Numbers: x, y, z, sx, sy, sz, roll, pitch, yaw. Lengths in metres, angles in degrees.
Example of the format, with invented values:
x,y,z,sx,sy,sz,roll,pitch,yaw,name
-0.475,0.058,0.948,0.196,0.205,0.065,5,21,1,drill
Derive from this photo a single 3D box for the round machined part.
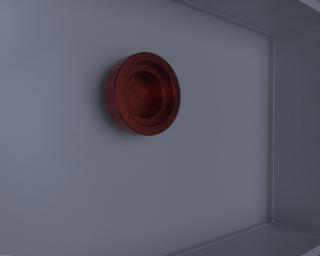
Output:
x,y,z,sx,sy,sz,roll,pitch,yaw,name
-0.024,-0.040,0.377,0.099,0.042,0.097,0,90,-40,round machined part
